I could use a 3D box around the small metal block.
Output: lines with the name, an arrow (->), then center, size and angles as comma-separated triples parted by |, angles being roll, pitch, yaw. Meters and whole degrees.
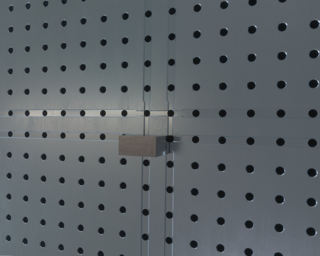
small metal block -> -0.020, 0.022, 0.407 | 0.050, 0.050, 0.025 | 1, 91, 20
